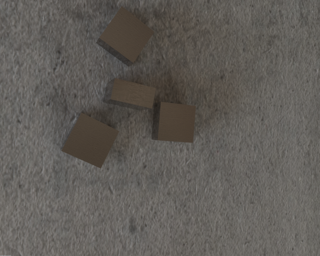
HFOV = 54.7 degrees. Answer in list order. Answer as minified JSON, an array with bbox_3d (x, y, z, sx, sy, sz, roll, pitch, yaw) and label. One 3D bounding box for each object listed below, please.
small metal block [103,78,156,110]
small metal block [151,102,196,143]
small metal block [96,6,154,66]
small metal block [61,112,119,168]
[{"bbox_3d":[-0.039,-0.040,0.382,0.050,0.050,0.025,12,86,-20],"label":"small metal block"},{"bbox_3d":[0.018,-0.007,0.417,0.050,0.025,0.050,5,88,-20],"label":"small metal block"},{"bbox_3d":[-0.044,-0.115,0.393,0.050,0.025,0.050,35,79,-17],"label":"small metal block"},{"bbox_3d":[-0.086,0.015,0.378,0.050,0.025,0.050,28,81,-18],"label":"small metal block"}]
